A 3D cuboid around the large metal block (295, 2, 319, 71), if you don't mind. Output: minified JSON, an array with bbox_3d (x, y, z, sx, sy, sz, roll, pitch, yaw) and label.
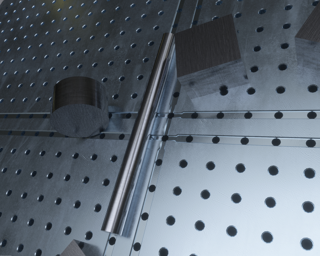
[{"bbox_3d":[0.211,-0.105,0.346,0.080,0.050,0.080,29,77,37],"label":"large metal block"}]

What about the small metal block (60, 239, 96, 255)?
[{"bbox_3d":[-0.096,0.166,0.355,0.050,0.025,0.050,34,81,38],"label":"small metal block"}]

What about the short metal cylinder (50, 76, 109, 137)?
[{"bbox_3d":[-0.116,-0.029,0.449,0.080,0.080,0.050,-20,54,16],"label":"short metal cylinder"}]

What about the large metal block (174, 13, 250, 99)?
[{"bbox_3d":[0.068,-0.094,0.414,0.080,0.050,0.080,-14,56,20],"label":"large metal block"}]

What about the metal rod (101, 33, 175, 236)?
[{"bbox_3d":[-0.021,-0.009,0.423,0.025,0.025,0.300,1,62,28],"label":"metal rod"}]
